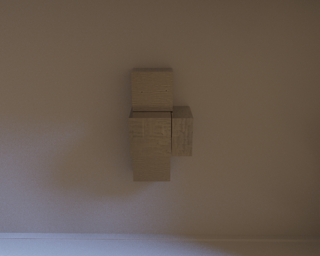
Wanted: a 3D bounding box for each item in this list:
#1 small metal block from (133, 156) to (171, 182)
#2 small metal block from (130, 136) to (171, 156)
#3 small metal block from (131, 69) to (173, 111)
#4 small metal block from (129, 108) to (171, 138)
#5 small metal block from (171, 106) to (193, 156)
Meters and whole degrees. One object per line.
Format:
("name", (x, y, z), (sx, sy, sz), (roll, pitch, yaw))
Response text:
("small metal block", (-0.011, 0.045, 0.426), (0.050, 0.025, 0.050), (0, 110, 0))
("small metal block", (-0.011, 0.014, 0.401), (0.050, 0.050, 0.025), (0, 110, 0))
("small metal block", (-0.009, -0.048, 0.391), (0.050, 0.025, 0.050), (0, 110, 0))
("small metal block", (-0.012, -0.009, 0.393), (0.050, 0.050, 0.025), (0, 110, 0))
("small metal block", (0.027, 0.003, 0.397), (0.025, 0.050, 0.050), (0, 110, 0))
